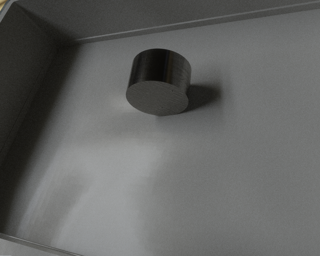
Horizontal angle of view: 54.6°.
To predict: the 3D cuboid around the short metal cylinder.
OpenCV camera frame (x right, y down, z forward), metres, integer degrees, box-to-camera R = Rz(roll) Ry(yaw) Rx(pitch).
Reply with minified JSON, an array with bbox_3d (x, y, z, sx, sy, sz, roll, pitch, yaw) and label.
[{"bbox_3d":[-0.001,-0.058,0.407,0.080,0.080,0.050,-6,59,25],"label":"short metal cylinder"}]
